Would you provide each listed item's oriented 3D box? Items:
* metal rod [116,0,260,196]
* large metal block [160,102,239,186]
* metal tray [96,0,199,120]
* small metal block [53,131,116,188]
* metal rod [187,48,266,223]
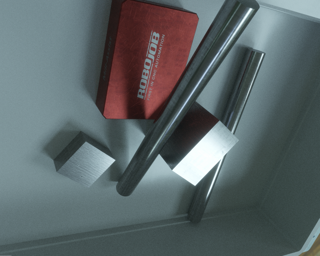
[{"bbox_3d":[0.007,-0.005,0.335,0.025,0.025,0.298,0,142,-29],"label":"metal rod"},{"bbox_3d":[0.040,0.013,0.405,0.080,0.080,0.050,-47,130,5],"label":"large metal block"},{"bbox_3d":[-0.017,-0.074,0.352,0.091,0.030,0.129,0,119,-29],"label":"metal tray"},{"bbox_3d":[-0.093,0.040,0.384,0.050,0.025,0.050,-46,130,4],"label":"small metal block"},{"bbox_3d":[0.095,0.027,0.479,0.025,0.025,0.298,0,118,-29],"label":"metal rod"}]
